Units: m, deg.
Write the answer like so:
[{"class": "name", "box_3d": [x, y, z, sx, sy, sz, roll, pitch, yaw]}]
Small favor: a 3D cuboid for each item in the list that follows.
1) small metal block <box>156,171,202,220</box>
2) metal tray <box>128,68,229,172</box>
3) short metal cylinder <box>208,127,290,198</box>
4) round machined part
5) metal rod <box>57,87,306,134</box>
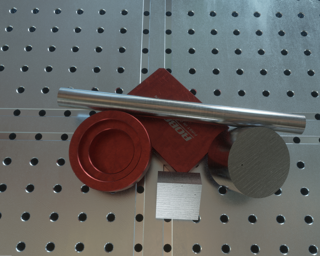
[{"class": "small metal block", "box_3d": [0.021, 0.080, 0.368, 0.050, 0.025, 0.050, 3, 113, 0]}, {"class": "metal tray", "box_3d": [0.015, -0.008, 0.413, 0.090, 0.030, 0.130, -42, 76, -14]}, {"class": "short metal cylinder", "box_3d": [0.104, 0.039, 0.369, 0.081, 0.050, 0.079, 0, 89, -17]}, {"class": "round machined part", "box_3d": [-0.058, 0.030, 0.386, 0.099, 0.042, 0.098, -1, 76, 4]}, {"class": "metal rod", "box_3d": [0.025, -0.022, 0.386, 0.302, 0.025, 0.025, 7, 70, 2]}]
